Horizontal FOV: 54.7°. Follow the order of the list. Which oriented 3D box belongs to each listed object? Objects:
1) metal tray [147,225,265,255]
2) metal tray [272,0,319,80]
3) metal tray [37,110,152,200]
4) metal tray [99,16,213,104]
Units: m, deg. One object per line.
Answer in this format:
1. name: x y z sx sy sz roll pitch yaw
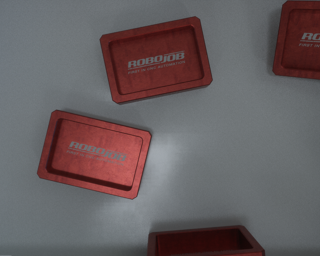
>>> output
1. metal tray: 0.051 0.153 0.379 0.131 0.090 0.030 -4 90 -1
2. metal tray: 0.211 -0.104 0.372 0.130 0.030 0.089 11 113 22
3. metal tray: -0.083 0.034 0.407 0.131 0.030 0.089 13 90 -1
4. metal tray: -0.005 -0.087 0.408 0.131 0.030 0.089 -12 90 -1
